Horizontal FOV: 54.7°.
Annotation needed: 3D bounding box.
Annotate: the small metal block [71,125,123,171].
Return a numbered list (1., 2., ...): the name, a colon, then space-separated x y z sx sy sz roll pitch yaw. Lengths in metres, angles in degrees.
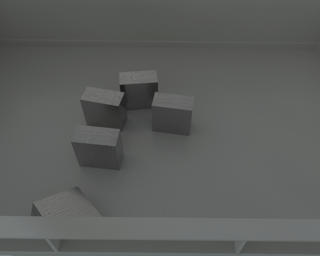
1. small metal block: -0.072 0.024 0.368 0.050 0.050 0.025 6 50 4

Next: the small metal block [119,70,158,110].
1. small metal block: -0.029 -0.052 0.432 0.050 0.050 0.025 -4 50 -4

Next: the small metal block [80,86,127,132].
1. small metal block: -0.072 -0.024 0.408 0.050 0.050 0.025 10 51 8

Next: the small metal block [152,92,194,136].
1. small metal block: 0.016 -0.018 0.404 0.050 0.050 0.025 7 51 5

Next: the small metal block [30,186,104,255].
1. small metal block: -0.094 0.092 0.314 0.050 0.025 0.050 -15 47 -45
